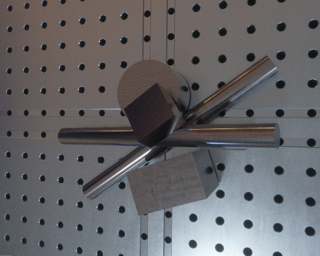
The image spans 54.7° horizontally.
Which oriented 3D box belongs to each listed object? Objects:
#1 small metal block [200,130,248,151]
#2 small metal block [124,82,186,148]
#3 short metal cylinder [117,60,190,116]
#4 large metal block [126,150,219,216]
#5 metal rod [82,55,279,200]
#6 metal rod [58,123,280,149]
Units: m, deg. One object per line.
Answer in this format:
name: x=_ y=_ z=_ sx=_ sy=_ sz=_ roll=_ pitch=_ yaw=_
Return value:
small metal block: x=0.078 y=0.012 z=0.368 sx=0.050 sy=0.050 sz=0.025 roll=0 pitch=90 yaw=21
small metal block: x=-0.007 y=-0.014 z=0.349 sx=0.050 sy=0.025 sz=0.050 roll=-37 pitch=56 yaw=16
short metal cylinder: x=-0.007 y=-0.043 z=0.398 sx=0.080 sy=0.050 sz=0.079 roll=0 pitch=89 yaw=20
large metal block: x=0.018 y=0.061 z=0.372 sx=0.080 sy=0.080 sz=0.050 roll=-19 pitch=84 yaw=19
metal rod: x=0.015 y=0.009 z=0.404 sx=0.300 sy=0.025 sz=0.025 roll=-36 pitch=79 yaw=16
metal rod: x=-0.014 y=0.010 z=0.376 sx=0.300 sy=0.025 sz=0.025 roll=-1 pitch=90 yaw=33
